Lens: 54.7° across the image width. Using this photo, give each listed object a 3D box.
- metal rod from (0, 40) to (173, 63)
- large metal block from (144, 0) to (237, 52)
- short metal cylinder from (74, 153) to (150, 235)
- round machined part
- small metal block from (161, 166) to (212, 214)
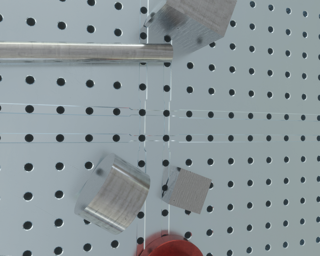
[{"bbox_3d":[-0.128,-0.089,0.365,0.303,0.025,0.025,-5,92,-20],"label":"metal rod"},{"bbox_3d":[0.036,-0.147,0.398,0.080,0.080,0.050,23,82,-19],"label":"large metal block"},{"bbox_3d":[-0.056,0.076,0.364,0.050,0.080,0.080,35,79,-17],"label":"short metal cylinder"},{"bbox_3d":[0.019,0.198,0.412,0.099,0.042,0.097,0,90,-21],"label":"round machined part"},{"bbox_3d":[0.037,0.085,0.428,0.050,0.025,0.050,23,82,-19],"label":"small metal block"}]
